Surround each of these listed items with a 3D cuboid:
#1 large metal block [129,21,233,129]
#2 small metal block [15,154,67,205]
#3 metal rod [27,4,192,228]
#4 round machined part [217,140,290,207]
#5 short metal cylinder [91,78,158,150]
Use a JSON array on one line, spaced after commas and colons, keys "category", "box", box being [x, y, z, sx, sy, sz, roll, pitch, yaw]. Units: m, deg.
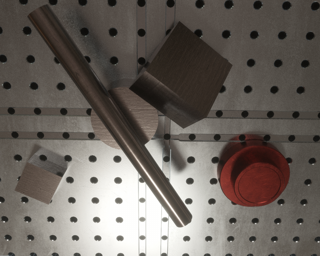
[{"category": "large metal block", "box": [0.025, -0.059, 0.357, 0.080, 0.050, 0.080, 36, 63, -13]}, {"category": "small metal block", "box": [-0.168, 0.073, 0.438, 0.050, 0.025, 0.050, 27, 108, -10]}, {"category": "metal rod", "box": [-0.046, 0.001, 0.359, 0.025, 0.025, 0.299, -30, 108, 10]}, {"category": "round machined part", "box": [0.133, 0.070, 0.432, 0.099, 0.042, 0.097, 0, 110, -1]}, {"category": "short metal cylinder", "box": [-0.042, -0.019, 0.393, 0.081, 0.050, 0.079, 0, 110, -1]}]
